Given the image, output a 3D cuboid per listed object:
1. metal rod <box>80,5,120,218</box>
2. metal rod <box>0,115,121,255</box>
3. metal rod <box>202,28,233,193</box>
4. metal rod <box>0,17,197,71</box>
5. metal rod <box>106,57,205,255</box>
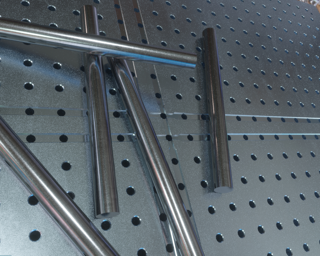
[{"bbox_3d":[-0.080,-0.040,0.390,0.025,0.025,0.299,4,60,-27],"label":"metal rod"},{"bbox_3d":[-0.144,0.028,0.313,0.300,0.025,0.025,48,51,5],"label":"metal rod"},{"bbox_3d":[0.086,-0.046,0.484,0.025,0.025,0.299,15,56,-20],"label":"metal rod"},{"bbox_3d":[-0.099,-0.108,0.392,0.302,0.025,0.025,7,58,-15],"label":"metal rod"},{"bbox_3d":[-0.010,0.029,0.386,0.025,0.025,0.299,-9,66,-33],"label":"metal rod"}]
